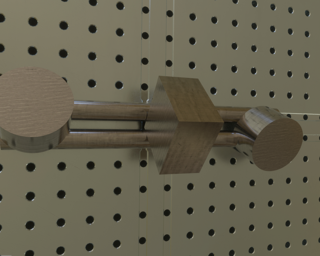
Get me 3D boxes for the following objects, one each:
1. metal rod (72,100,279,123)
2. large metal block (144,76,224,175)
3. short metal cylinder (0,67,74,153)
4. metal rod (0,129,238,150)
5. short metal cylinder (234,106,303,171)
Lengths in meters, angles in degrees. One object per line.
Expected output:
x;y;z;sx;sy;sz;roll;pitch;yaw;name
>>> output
0.035;-0.020;0.425;0.302;0.025;0.025;1;90;-20;metal rod
0.023;-0.003;0.360;0.050;0.080;0.079;1;132;-20;large metal block
-0.136;-0.019;0.334;0.081;0.050;0.080;8;65;-17;short metal cylinder
-0.035;0.014;0.399;0.302;0.025;0.025;1;90;-20;metal rod
0.152;0.014;0.441;0.081;0.050;0.079;-8;115;-16;short metal cylinder
